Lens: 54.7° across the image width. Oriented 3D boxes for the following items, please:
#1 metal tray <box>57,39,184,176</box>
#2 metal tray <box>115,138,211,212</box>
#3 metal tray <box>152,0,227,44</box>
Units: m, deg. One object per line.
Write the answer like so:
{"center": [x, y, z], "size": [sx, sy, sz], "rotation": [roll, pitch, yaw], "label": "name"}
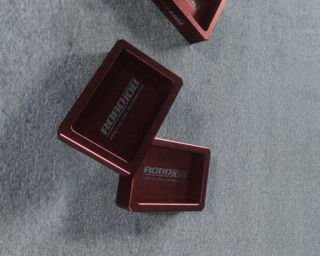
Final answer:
{"center": [-0.041, -0.023, 0.347], "size": [0.090, 0.030, 0.130], "rotation": [32, 68, -11], "label": "metal tray"}
{"center": [0.010, 0.063, 0.411], "size": [0.131, 0.030, 0.090], "rotation": [13, 82, -40], "label": "metal tray"}
{"center": [0.034, -0.194, 0.431], "size": [0.130, 0.030, 0.090], "rotation": [39, 66, -33], "label": "metal tray"}
